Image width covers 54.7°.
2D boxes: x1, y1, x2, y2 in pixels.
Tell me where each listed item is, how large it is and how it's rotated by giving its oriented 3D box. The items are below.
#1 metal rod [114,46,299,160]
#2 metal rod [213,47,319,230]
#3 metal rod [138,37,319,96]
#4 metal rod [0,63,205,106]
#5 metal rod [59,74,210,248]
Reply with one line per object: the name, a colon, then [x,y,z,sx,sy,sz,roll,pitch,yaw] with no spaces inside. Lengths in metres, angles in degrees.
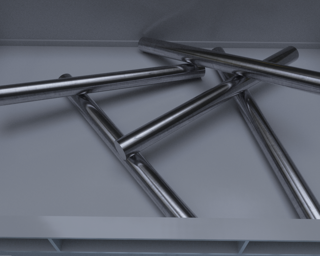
metal rod: [0.076,-0.043,0.407,0.302,0.025,0.025,-29,56,-23]
metal rod: [0.128,-0.011,0.414,0.025,0.025,0.300,-11,51,-9]
metal rod: [0.078,-0.094,0.431,0.300,0.025,0.025,24,53,39]
metal rod: [-0.075,-0.064,0.431,0.302,0.025,0.025,-11,51,-20]
metal rod: [-0.050,0.021,0.386,0.025,0.025,0.300,-31,57,-23]
